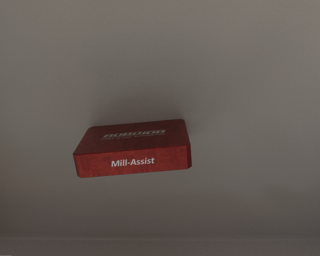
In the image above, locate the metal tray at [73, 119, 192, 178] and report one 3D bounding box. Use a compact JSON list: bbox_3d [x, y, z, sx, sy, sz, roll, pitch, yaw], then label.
[{"bbox_3d":[-0.030,0.022,0.384,0.131,0.090,0.030,-5,110,1],"label":"metal tray"}]
